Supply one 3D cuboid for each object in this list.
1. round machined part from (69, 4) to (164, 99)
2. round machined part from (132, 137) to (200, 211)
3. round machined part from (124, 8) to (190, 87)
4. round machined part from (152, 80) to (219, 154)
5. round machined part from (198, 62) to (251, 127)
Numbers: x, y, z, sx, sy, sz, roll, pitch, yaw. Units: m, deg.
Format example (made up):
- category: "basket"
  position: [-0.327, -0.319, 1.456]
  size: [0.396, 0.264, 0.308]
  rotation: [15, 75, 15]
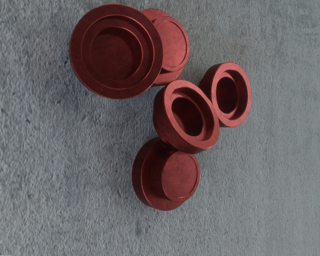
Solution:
- category: "round machined part"
  position: [-0.049, -0.081, 0.341]
  size: [0.099, 0.042, 0.097]
  rotation: [-3, 98, -19]
- category: "round machined part"
  position: [0.015, 0.061, 0.409]
  size: [0.099, 0.042, 0.097]
  rotation: [0, 90, -40]
- category: "round machined part"
  position: [0.000, -0.103, 0.396]
  size: [0.099, 0.042, 0.097]
  rotation: [0, 90, -40]
- category: "round machined part"
  position: [0.029, -0.011, 0.408]
  size: [0.099, 0.042, 0.098]
  rotation: [22, 53, -33]
- category: "round machined part"
  position: [0.095, -0.050, 0.477]
  size: [0.099, 0.042, 0.097]
  rotation: [0, 90, -40]
